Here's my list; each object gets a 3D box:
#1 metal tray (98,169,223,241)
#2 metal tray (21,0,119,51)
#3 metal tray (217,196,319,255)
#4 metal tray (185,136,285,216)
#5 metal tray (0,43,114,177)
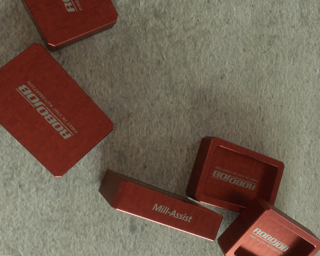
[{"bbox_3d":[-0.002,0.091,0.374,0.131,0.090,0.030,24,82,-19],"label":"metal tray"},{"bbox_3d":[-0.119,-0.168,0.363,0.091,0.030,0.129,-30,100,-18],"label":"metal tray"},{"bbox_3d":[0.159,0.165,0.445,0.130,0.030,0.090,34,100,-22],"label":"metal tray"},{"bbox_3d":[0.111,0.074,0.449,0.131,0.030,0.090,20,83,-19],"label":"metal tray"},{"bbox_3d":[-0.130,-0.019,0.359,0.090,0.030,0.130,-45,104,-15],"label":"metal tray"}]
